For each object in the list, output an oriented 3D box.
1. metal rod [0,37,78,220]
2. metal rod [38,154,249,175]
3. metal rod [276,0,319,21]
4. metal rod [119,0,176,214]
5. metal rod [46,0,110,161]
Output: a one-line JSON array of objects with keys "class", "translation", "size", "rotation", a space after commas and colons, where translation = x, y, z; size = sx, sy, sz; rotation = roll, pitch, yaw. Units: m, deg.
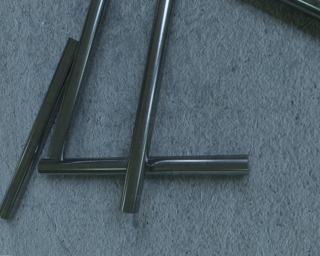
[{"class": "metal rod", "translation": [-0.184, 0.006, 0.473], "size": [0.025, 0.025, 0.298], "rotation": [28, 99, 18]}, {"class": "metal rod", "translation": [-0.036, 0.052, 0.421], "size": [0.301, 0.025, 0.025], "rotation": [-3, 89, 19]}, {"class": "metal rod", "translation": [0.145, -0.157, 0.357], "size": [0.300, 0.025, 0.025], "rotation": [34, 101, 16]}, {"class": "metal rod", "translation": [-0.013, -0.043, 0.396], "size": [0.025, 0.025, 0.298], "rotation": [9, 87, 20]}, {"class": "metal rod", "translation": [-0.107, -0.100, 0.438], "size": [0.025, 0.025, 0.298], "rotation": [17, 92, 19]}]
